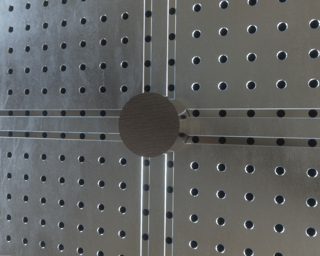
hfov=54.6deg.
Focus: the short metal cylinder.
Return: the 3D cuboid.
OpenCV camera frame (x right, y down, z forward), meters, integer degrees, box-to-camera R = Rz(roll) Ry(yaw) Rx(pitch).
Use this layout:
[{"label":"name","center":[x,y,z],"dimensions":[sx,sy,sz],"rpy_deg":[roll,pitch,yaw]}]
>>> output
[{"label":"short metal cylinder","center":[-0.006,-0.004,0.402],"dimensions":[0.080,0.050,0.080],"rpy_deg":[0,90,20]}]
